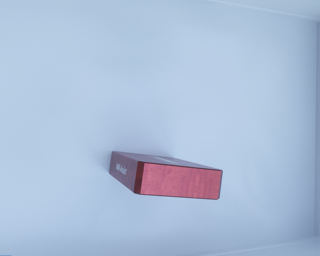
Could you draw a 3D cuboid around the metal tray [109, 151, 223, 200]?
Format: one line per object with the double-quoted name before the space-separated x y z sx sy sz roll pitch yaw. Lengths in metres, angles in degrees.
"metal tray" -0.001 0.051 0.354 0.091 0.130 0.030 8 87 -20
